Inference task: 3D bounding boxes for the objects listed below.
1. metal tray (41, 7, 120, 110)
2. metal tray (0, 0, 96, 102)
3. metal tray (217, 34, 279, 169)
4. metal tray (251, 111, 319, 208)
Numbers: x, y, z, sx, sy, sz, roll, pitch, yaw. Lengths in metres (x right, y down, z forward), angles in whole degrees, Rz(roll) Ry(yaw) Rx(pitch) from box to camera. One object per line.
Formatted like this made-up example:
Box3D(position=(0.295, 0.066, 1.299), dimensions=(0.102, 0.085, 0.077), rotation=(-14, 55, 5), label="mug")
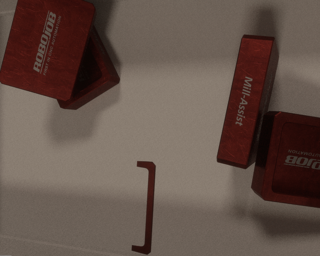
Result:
Box3D(position=(-0.126, -0.103, 0.450), dimensions=(0.090, 0.030, 0.130), rotation=(-29, 81, 17), label="metal tray")
Box3D(position=(-0.144, -0.108, 0.403), dimensions=(0.091, 0.030, 0.129), rotation=(16, 96, -11), label="metal tray")
Box3D(position=(0.099, -0.025, 0.339), dimensions=(0.030, 0.090, 0.129), rotation=(13, 94, 23), label="metal tray")
Box3D(position=(0.170, 0.036, 0.322), dimensions=(0.131, 0.030, 0.089), rotation=(9, 93, -4), label="metal tray")
